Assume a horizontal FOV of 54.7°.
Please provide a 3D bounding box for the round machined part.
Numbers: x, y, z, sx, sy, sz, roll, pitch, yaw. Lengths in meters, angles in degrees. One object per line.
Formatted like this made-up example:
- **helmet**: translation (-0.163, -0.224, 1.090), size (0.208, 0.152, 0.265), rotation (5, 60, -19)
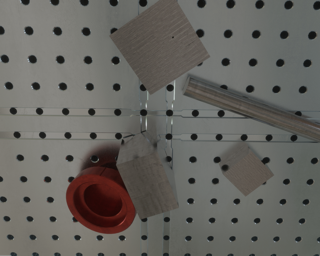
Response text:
- **round machined part**: translation (-0.075, 0.095, 0.431), size (0.098, 0.042, 0.097), rotation (5, 115, 12)

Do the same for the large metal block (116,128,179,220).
- **large metal block**: translation (-0.015, 0.056, 0.404), size (0.050, 0.080, 0.080), rotation (-18, 109, 5)

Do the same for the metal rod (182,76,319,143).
- **metal rod**: translation (0.175, -0.006, 0.412), size (0.302, 0.025, 0.025), rotation (18, 109, -7)

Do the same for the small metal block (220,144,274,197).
- **small metal block**: translation (0.122, 0.060, 0.436), size (0.050, 0.025, 0.050), rotation (-42, 105, 14)

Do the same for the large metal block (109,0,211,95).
- **large metal block**: translation (0.000, -0.098, 0.364), size (0.080, 0.050, 0.080), rotation (-32, 107, 11)
